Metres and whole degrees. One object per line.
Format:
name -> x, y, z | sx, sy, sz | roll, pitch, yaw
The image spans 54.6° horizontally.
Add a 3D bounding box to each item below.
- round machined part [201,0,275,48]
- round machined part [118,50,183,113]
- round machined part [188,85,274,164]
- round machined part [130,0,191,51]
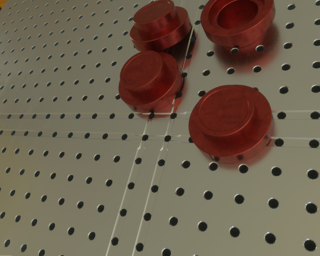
round machined part -> 0.110, -0.152, 0.433 | 0.098, 0.042, 0.098 | -13, 56, 21
round machined part -> -0.019, -0.074, 0.454 | 0.098, 0.042, 0.098 | -13, 56, 21
round machined part -> 0.079, -0.011, 0.363 | 0.098, 0.042, 0.098 | -13, 56, 21
round machined part -> -0.004, -0.166, 0.489 | 0.098, 0.042, 0.098 | -14, 44, 15
